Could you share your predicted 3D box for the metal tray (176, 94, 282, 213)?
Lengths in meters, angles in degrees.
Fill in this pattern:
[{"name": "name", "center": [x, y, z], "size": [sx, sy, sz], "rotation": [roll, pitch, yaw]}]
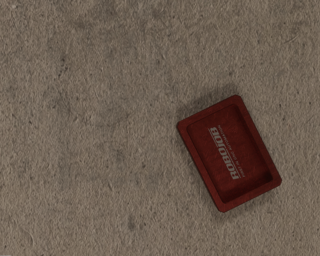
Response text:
[{"name": "metal tray", "center": [0.089, 0.033, 0.408], "size": [0.090, 0.030, 0.129], "rotation": [-26, 90, -1]}]
